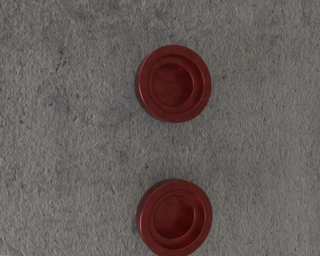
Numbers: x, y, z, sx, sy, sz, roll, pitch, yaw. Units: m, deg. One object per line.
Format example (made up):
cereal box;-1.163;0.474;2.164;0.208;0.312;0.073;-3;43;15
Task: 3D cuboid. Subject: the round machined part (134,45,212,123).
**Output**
round machined part;0.014;-0.055;0.405;0.099;0.042;0.097;0;90;-20

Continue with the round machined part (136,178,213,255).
round machined part;0.016;0.114;0.406;0.099;0.042;0.097;0;90;-20
